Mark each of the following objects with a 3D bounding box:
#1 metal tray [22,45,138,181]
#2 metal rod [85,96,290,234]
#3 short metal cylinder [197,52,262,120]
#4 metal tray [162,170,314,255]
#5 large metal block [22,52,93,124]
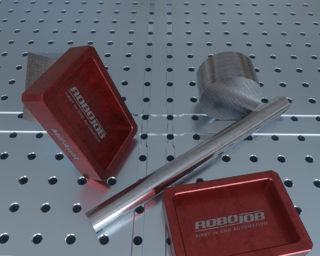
[{"bbox_3d":[-0.080,-0.014,0.349,0.030,0.130,0.090,3,46,32],"label":"metal tray"},{"bbox_3d":[0.051,0.033,0.380,0.302,0.025,0.025,-29,56,-22],"label":"metal rod"},{"bbox_3d":[0.092,-0.055,0.419,0.081,0.080,0.050,-1,50,-1],"label":"short metal cylinder"},{"bbox_3d":[0.074,0.098,0.321,0.131,0.030,0.090,-8,51,-7],"label":"metal tray"},{"bbox_3d":[-0.122,-0.050,0.393,0.050,0.079,0.080,16,17,13],"label":"large metal block"}]
